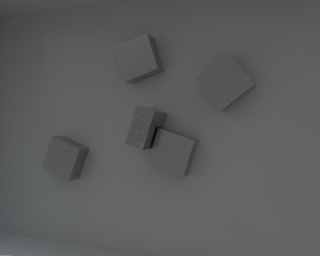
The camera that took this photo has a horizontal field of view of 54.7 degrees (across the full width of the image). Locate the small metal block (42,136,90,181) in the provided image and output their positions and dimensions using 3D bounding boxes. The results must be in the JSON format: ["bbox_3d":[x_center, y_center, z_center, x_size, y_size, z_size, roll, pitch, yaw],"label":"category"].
[{"bbox_3d":[-0.140,0.044,0.458,0.050,0.025,0.050,23,97,18],"label":"small metal block"}]

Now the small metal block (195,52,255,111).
[{"bbox_3d":[0.081,-0.056,0.382,0.050,0.025,0.050,-40,78,15],"label":"small metal block"}]

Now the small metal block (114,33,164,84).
[{"bbox_3d":[-0.028,-0.093,0.420,0.050,0.025,0.050,-18,84,18],"label":"small metal block"}]

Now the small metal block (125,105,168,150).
[{"bbox_3d":[-0.017,-0.001,0.402,0.025,0.050,0.050,19,96,19],"label":"small metal block"}]

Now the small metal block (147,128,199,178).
[{"bbox_3d":[0.017,0.031,0.404,0.050,0.025,0.050,19,96,18],"label":"small metal block"}]
